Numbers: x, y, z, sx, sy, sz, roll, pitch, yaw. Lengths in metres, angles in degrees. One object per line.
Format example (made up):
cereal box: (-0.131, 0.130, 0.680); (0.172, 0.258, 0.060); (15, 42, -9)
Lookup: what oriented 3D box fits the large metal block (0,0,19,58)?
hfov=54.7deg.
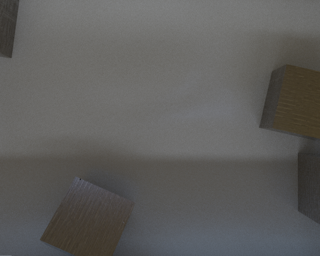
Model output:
large metal block: (-0.237, -0.140, 0.397); (0.080, 0.050, 0.080); (8, 90, 0)

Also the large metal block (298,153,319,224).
large metal block: (0.215, 0.075, 0.385); (0.050, 0.080, 0.080); (0, 90, 0)

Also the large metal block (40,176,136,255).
large metal block: (-0.086, 0.118, 0.382); (0.080, 0.050, 0.080); (24, 61, 0)

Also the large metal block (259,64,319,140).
large metal block: (0.184, -0.030, 0.400); (0.080, 0.050, 0.080); (13, 90, 0)
